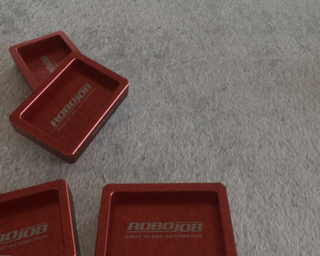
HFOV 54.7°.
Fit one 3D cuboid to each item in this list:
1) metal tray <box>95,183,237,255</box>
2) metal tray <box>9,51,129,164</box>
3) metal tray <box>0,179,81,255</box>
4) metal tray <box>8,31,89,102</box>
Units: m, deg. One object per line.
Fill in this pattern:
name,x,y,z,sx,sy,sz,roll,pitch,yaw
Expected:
metal tray,0.005,0.102,0.313,0.131,0.030,0.090,0,50,-1
metal tray,-0.111,-0.030,0.399,0.090,0.030,0.130,30,62,6
metal tray,-0.151,0.110,0.305,0.131,0.030,0.090,-13,51,-11
metal tray,-0.164,-0.094,0.476,0.091,0.030,0.130,-27,55,-21
